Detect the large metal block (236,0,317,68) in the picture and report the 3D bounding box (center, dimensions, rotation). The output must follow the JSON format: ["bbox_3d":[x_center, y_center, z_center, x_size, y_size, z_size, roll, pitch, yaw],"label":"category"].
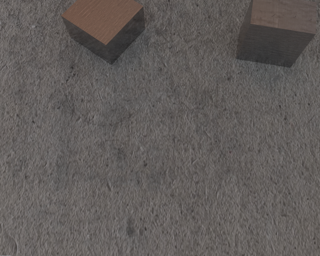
[{"bbox_3d":[0.157,-0.132,0.428,0.080,0.080,0.050,10,71,4],"label":"large metal block"}]

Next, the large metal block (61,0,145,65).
[{"bbox_3d":[-0.079,-0.153,0.450,0.080,0.050,0.080,35,74,12],"label":"large metal block"}]
